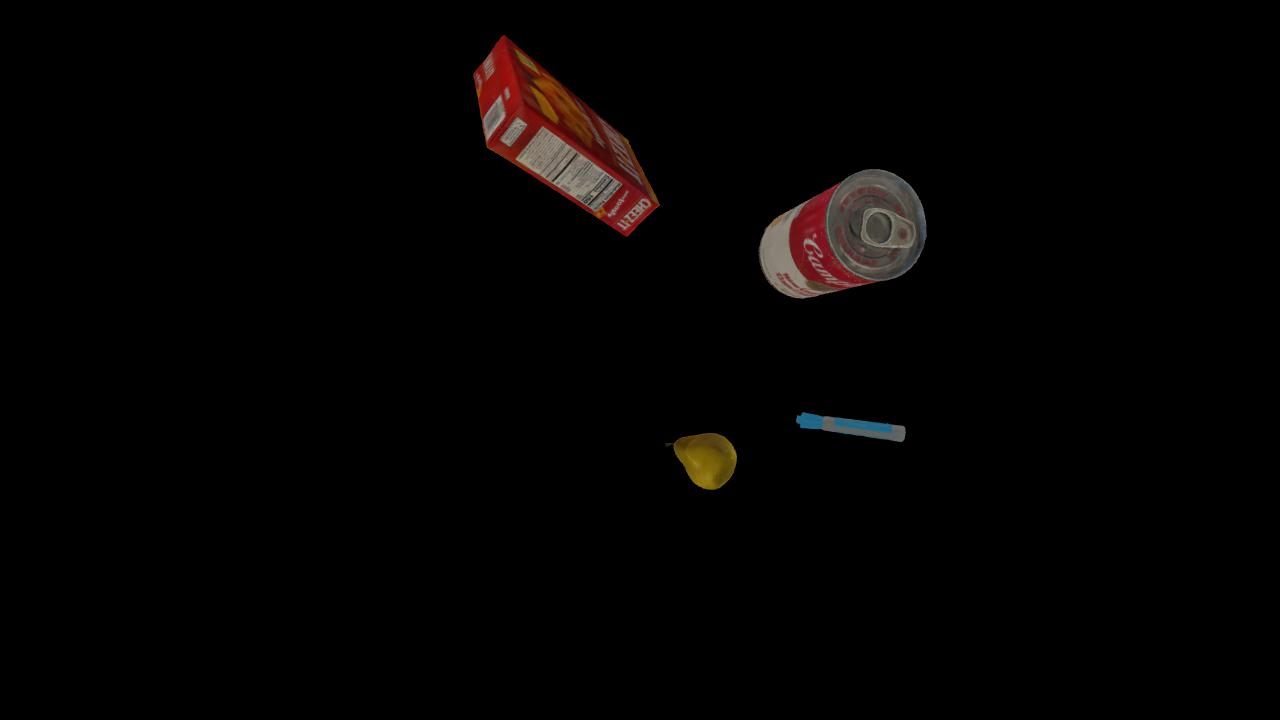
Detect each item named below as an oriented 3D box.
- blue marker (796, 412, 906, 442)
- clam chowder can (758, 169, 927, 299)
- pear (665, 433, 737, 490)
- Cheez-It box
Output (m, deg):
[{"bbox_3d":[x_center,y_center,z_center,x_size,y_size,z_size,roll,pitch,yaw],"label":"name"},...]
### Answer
[{"bbox_3d":[0.243,0.077,0.714,0.121,0.020,0.020,8,1,6],"label":"blue marker"},{"bbox_3d":[0.130,-0.080,0.416,0.068,0.068,0.102,0,0,-13],"label":"clam chowder can"},{"bbox_3d":[0.084,0.133,0.885,0.111,0.080,0.080,33,20,34],"label":"pear"},{"bbox_3d":[-0.089,-0.269,0.757,0.071,0.166,0.223,-39,-42,24],"label":"Cheez-It box"}]
